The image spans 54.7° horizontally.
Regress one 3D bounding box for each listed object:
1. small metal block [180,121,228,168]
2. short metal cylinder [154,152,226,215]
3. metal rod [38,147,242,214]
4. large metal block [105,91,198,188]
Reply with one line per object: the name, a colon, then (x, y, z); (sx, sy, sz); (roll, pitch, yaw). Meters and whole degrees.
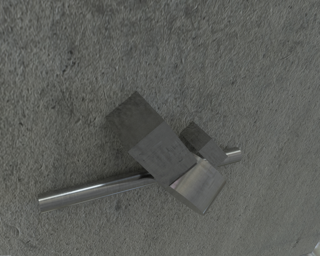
small metal block: (0.063, 0.024, 0.440); (0.025, 0.050, 0.050); (-44, 129, 2)
short metal cylinder: (0.039, 0.070, 0.407); (0.050, 0.080, 0.080); (-52, 131, -14)
metal rod: (-0.012, 0.068, 0.442); (0.303, 0.025, 0.025); (-11, 123, -23)
large metal block: (-0.011, 0.013, 0.373); (0.050, 0.080, 0.080); (-41, 129, -1)
